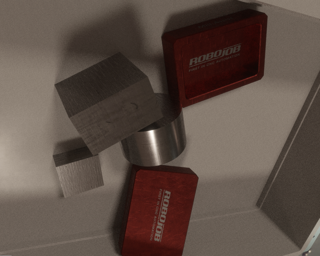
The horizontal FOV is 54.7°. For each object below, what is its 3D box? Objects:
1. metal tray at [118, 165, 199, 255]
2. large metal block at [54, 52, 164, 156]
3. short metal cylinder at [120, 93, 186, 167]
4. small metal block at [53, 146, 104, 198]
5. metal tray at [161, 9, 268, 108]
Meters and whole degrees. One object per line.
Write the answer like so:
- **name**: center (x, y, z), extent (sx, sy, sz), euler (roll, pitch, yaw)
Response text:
- **metal tray**: center (-0.003, 0.119, 0.443), extent (0.091, 0.030, 0.129), euler (8, 99, -16)
- **large metal block**: center (-0.055, -0.029, 0.326), extent (0.080, 0.080, 0.050), euler (-30, 129, -10)
- **short metal cylinder**: center (-0.011, 0.000, 0.368), extent (0.081, 0.080, 0.050), euler (-22, 127, -16)
- **small metal block**: center (-0.101, 0.054, 0.388), extent (0.050, 0.025, 0.050), euler (-16, 125, -20)
- **metal tray**: center (0.072, -0.088, 0.391), extent (0.131, 0.030, 0.089), euler (-21, 127, -16)
